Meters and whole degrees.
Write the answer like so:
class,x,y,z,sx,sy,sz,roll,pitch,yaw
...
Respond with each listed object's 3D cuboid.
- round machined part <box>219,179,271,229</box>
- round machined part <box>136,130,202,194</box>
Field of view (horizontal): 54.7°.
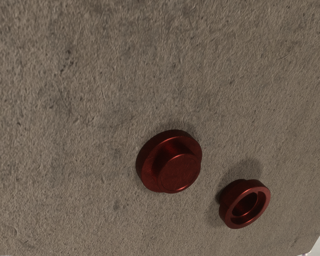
class,x,y,z,sx,sy,sz,roll,pitch,yaw
round machined part,0.147,0.131,0.561,0.099,0.042,0.097,-14,125,-21
round machined part,0.019,0.054,0.442,0.099,0.042,0.097,-14,125,-21
